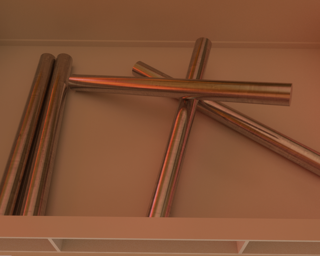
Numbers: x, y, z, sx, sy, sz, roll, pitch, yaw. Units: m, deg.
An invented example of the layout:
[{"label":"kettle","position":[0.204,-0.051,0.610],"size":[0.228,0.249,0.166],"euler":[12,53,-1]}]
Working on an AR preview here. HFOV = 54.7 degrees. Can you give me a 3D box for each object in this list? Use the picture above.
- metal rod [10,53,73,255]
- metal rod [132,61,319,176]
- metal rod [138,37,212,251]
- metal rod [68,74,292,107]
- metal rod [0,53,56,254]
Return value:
[{"label":"metal rod","position":[-0.142,0.005,0.399],"size":[0.025,0.025,0.300],"euler":[-3,50,-2]},{"label":"metal rod","position":[0.083,-0.021,0.423],"size":[0.300,0.025,0.025],"euler":[31,57,23]},{"label":"metal rod","position":[0.028,-0.004,0.385],"size":[0.025,0.025,0.300],"euler":[11,58,9]},{"label":"metal rod","position":[0.006,-0.052,0.396],"size":[0.301,0.025,0.025],"euler":[7,49,26]},{"label":"metal rod","position":[-0.171,0.005,0.399],"size":[0.025,0.025,0.300],"euler":[-2,50,-2]}]
